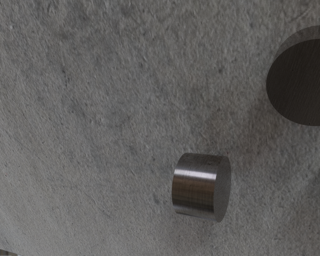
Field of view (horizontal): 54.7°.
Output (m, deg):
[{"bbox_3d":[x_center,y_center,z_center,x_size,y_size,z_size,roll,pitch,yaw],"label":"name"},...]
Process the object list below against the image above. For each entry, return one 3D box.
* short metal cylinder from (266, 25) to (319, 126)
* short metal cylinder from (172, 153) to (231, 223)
[{"bbox_3d":[0.143,-0.048,0.285,0.080,0.050,0.079,13,124,20],"label":"short metal cylinder"},{"bbox_3d":[0.054,0.073,0.387,0.050,0.080,0.079,4,120,26],"label":"short metal cylinder"}]
